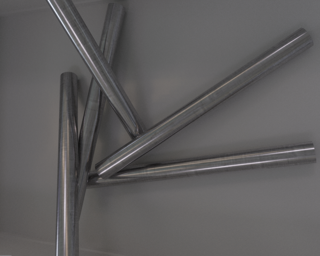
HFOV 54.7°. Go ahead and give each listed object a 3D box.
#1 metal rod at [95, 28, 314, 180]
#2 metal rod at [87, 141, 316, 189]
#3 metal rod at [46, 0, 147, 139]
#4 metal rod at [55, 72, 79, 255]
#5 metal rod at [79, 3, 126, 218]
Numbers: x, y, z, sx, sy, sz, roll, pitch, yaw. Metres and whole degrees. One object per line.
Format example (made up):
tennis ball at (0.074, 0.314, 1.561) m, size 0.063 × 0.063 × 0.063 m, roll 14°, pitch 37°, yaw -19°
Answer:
metal rod at (0.044, -0.023, 0.383) m, size 0.300 × 0.025 × 0.025 m, roll -33°, pitch 79°, yaw 12°
metal rod at (0.033, 0.051, 0.398) m, size 0.301 × 0.025 × 0.025 m, roll -10°, pitch 87°, yaw 19°
metal rod at (-0.094, -0.109, 0.365) m, size 0.025 × 0.025 × 0.299 m, roll -21°, pitch 114°, yaw 19°
metal rod at (-0.115, 0.054, 0.387) m, size 0.025 × 0.025 × 0.299 m, roll -20°, pitch 59°, yaw 19°
metal rod at (-0.091, -0.023, 0.426) m, size 0.025 × 0.025 × 0.298 m, roll 11°, pitch 88°, yaw 19°
